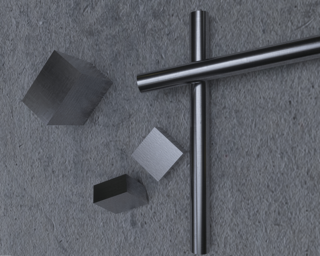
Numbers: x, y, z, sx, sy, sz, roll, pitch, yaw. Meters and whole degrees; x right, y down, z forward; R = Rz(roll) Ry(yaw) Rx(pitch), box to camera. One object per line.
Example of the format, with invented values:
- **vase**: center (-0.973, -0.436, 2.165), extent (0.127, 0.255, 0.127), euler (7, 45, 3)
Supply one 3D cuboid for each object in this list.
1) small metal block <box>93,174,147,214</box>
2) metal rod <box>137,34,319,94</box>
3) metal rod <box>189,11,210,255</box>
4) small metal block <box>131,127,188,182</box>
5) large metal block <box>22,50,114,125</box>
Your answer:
- **small metal block**: center (-0.052, 0.089, 0.410), extent (0.050, 0.050, 0.025), euler (-22, 52, 18)
- **metal rod**: center (0.121, -0.080, 0.348), extent (0.301, 0.025, 0.025), euler (-10, 87, 12)
- **metal rod**: center (0.050, 0.005, 0.390), extent (0.025, 0.025, 0.298), euler (0, 90, 19)
- **small metal block**: center (0.000, 0.034, 0.408), extent (0.050, 0.025, 0.050), euler (43, 103, 14)
- **large metal block**: center (-0.122, -0.050, 0.421), extent (0.050, 0.080, 0.080), euler (41, 103, 15)
